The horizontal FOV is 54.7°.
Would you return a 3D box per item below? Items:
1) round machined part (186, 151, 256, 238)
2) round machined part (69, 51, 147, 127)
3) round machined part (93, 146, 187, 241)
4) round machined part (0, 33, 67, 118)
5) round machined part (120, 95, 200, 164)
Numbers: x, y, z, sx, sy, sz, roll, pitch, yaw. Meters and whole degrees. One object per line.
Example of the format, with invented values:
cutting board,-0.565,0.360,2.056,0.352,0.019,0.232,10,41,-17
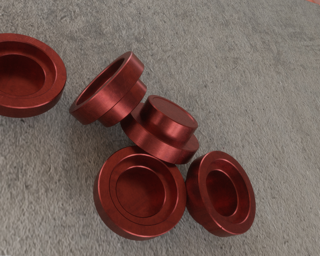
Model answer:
round machined part,0.066,0.080,0.370,0.099,0.042,0.098,22,53,-33
round machined part,-0.054,-0.039,0.356,0.042,0.098,0.098,46,48,-22
round machined part,-0.024,0.071,0.336,0.099,0.042,0.098,13,56,-21
round machined part,-0.157,-0.053,0.341,0.099,0.042,0.098,14,56,-21
round machined part,0.006,-0.004,0.370,0.098,0.042,0.098,28,20,-11
